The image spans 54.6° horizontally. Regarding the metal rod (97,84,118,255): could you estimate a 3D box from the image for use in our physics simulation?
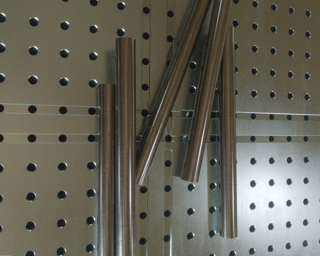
[{"bbox_3d":[-0.066,0.095,0.388,0.025,0.025,0.298,0,90,-20],"label":"metal rod"}]

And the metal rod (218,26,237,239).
[{"bbox_3d":[0.097,0.006,0.447,0.025,0.025,0.298,-1,90,-20],"label":"metal rod"}]

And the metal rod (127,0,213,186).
[{"bbox_3d":[0.019,-0.069,0.419,0.025,0.025,0.299,23,82,-19],"label":"metal rod"}]

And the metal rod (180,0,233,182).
[{"bbox_3d":[0.068,-0.075,0.425,0.025,0.025,0.298,10,91,-20],"label":"metal rod"}]

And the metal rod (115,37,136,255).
[{"bbox_3d":[-0.042,0.043,0.377,0.025,0.025,0.298,0,91,-20],"label":"metal rod"}]
